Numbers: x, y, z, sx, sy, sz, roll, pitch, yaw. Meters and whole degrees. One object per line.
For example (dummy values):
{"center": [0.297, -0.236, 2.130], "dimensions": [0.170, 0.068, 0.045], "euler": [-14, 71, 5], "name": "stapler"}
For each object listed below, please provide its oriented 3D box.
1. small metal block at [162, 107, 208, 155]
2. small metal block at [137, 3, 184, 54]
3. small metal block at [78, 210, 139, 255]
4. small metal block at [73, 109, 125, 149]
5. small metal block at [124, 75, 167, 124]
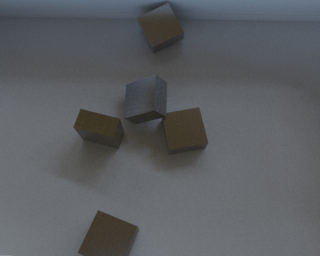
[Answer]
{"center": [0.032, 0.004, 0.408], "dimensions": [0.050, 0.025, 0.050], "euler": [-10, 70, -4], "name": "small metal block"}
{"center": [0.001, -0.146, 0.455], "dimensions": [0.050, 0.025, 0.050], "euler": [-26, 82, 0], "name": "small metal block"}
{"center": [-0.058, 0.130, 0.359], "dimensions": [0.050, 0.025, 0.050], "euler": [20, 67, 10], "name": "small metal block"}
{"center": [-0.076, 0.002, 0.395], "dimensions": [0.050, 0.050, 0.025], "euler": [14, 71, 5], "name": "small metal block"}
{"center": [-0.019, -0.037, 0.410], "dimensions": [0.050, 0.025, 0.050], "euler": [-12, 66, 34], "name": "small metal block"}
